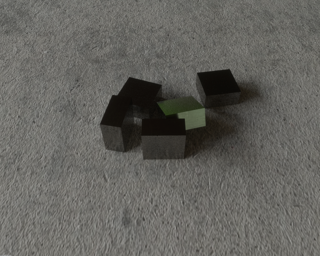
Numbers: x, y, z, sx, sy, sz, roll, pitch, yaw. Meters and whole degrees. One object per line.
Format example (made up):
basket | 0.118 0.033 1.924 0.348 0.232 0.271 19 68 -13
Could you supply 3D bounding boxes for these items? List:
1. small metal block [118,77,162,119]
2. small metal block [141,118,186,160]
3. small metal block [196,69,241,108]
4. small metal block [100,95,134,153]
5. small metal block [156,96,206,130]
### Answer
small metal block | -0.029 -0.042 0.438 0.050 0.025 0.050 16 52 12
small metal block | 0.004 0.014 0.375 0.050 0.050 0.025 -1 52 0
small metal block | 0.084 -0.058 0.452 0.050 0.025 0.050 -8 50 -7
small metal block | -0.052 -0.005 0.391 0.025 0.050 0.050 9 51 7
small metal block | 0.027 -0.019 0.407 0.050 0.025 0.050 -11 26 -10
